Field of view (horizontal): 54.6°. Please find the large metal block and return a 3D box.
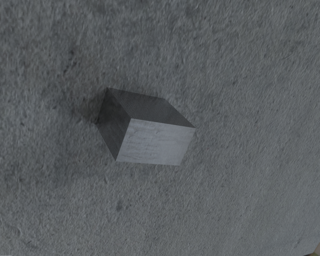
[{"bbox_3d":[-0.019,-0.002,0.359,0.081,0.080,0.050,8,114,-32],"label":"large metal block"}]
